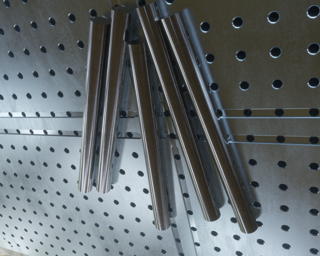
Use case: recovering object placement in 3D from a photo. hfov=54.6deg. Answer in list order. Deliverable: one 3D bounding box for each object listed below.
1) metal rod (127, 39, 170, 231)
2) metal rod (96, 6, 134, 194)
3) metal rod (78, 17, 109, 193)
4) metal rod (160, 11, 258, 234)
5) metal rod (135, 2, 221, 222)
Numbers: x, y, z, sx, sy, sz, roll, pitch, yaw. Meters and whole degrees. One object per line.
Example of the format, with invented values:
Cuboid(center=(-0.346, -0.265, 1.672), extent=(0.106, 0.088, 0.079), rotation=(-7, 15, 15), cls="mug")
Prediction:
Cuboid(center=(-0.011, 0.029, 0.435), extent=(0.025, 0.025, 0.298), rotation=(8, 122, 24), cls="metal rod")
Cuboid(center=(-0.069, -0.016, 0.439), extent=(0.025, 0.025, 0.298), rotation=(23, 127, 14), cls="metal rod")
Cuboid(center=(-0.101, -0.012, 0.457), extent=(0.025, 0.025, 0.298), rotation=(24, 127, 13), cls="metal rod")
Cuboid(center=(0.068, 0.009, 0.381), extent=(0.025, 0.025, 0.299), rotation=(-10, 113, 33), cls="metal rod")
Cuboid(center=(0.030, -0.003, 0.394), extent=(0.025, 0.025, 0.299), rotation=(-5, 116, 31), cls="metal rod")
